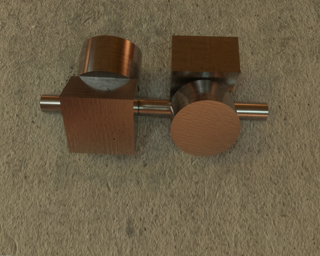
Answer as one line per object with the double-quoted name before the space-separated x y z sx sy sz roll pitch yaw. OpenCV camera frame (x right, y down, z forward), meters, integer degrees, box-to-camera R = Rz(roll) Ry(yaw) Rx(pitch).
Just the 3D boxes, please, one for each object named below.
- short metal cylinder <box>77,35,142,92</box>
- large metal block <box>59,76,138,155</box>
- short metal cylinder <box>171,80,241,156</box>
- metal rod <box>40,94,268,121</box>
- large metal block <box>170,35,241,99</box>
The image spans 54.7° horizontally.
"short metal cylinder" -0.065 -0.076 0.407 0.080 0.080 0.050 3 70 1
"large metal block" -0.069 -0.015 0.378 0.080 0.079 0.050 3 36 0
"short metal cylinder" 0.053 -0.012 0.378 0.080 0.079 0.050 2 35 0
"metal rod" -0.008 -0.028 0.421 0.302 0.025 0.025 2 70 0
"large metal block" 0.055 -0.076 0.408 0.080 0.080 0.050 1 70 0
